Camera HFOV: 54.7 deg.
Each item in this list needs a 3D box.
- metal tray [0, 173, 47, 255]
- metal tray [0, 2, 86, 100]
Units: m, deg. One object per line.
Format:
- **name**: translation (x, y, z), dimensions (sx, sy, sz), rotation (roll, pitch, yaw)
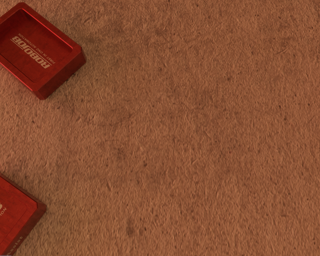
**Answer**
- **metal tray**: translation (-0.211, 0.121, 0.359), dimensions (0.090, 0.030, 0.130), rotation (31, 73, 10)
- **metal tray**: translation (-0.184, -0.112, 0.444), dimensions (0.130, 0.030, 0.090), rotation (39, 74, 13)
